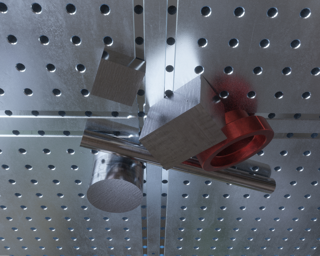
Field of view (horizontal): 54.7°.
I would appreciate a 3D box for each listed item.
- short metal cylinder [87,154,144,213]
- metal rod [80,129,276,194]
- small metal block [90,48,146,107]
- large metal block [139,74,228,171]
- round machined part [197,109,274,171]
[{"bbox_3d":[-0.065,0.083,0.465,0.081,0.050,0.079,0,130,0],"label":"short metal cylinder"},{"bbox_3d":[0.035,0.053,0.457,0.302,0.025,0.025,16,128,-14],"label":"metal rod"},{"bbox_3d":[-0.049,-0.058,0.361,0.050,0.025,0.050,16,128,-14],"label":"small metal block"},{"bbox_3d":[0.029,-0.008,0.363,0.080,0.080,0.050,-31,112,23],"label":"large metal block"},{"bbox_3d":[0.090,0.013,0.396,0.099,0.042,0.098,-19,152,-10],"label":"round machined part"}]
